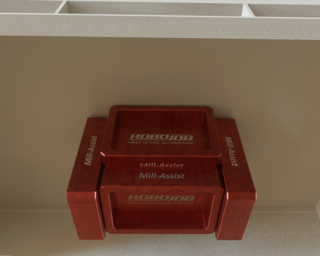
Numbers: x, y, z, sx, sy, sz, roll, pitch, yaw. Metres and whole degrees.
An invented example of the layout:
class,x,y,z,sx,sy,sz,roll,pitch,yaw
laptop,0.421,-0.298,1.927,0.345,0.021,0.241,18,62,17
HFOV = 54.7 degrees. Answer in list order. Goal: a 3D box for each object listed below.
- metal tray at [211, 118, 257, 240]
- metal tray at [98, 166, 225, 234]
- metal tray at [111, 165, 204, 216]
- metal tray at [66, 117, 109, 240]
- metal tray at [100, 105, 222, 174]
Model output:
class,x,y,z,sx,sy,sz,roll,pitch,yaw
metal tray,0.083,0.060,0.389,0.030,0.130,0.089,1,131,-1
metal tray,0.001,0.085,0.357,0.131,0.030,0.089,0,130,-1
metal tray,0.001,0.079,0.430,0.131,0.090,0.030,0,130,-1
metal tray,-0.080,0.059,0.387,0.030,0.130,0.089,0,131,0
metal tray,0.002,0.012,0.372,0.131,0.090,0.030,1,131,0
